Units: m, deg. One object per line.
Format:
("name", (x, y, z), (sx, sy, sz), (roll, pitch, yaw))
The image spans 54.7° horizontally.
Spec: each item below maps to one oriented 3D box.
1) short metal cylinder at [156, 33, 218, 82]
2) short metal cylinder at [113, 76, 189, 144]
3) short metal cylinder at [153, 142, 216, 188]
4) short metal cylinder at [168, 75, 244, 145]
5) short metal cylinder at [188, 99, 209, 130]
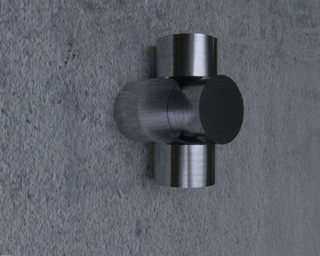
("short metal cylinder", (0.035, -0.086, 0.402), (0.081, 0.080, 0.050), (0, 91, -40))
("short metal cylinder", (-0.010, -0.021, 0.383), (0.081, 0.050, 0.079), (0, 90, -40))
("short metal cylinder", (0.032, 0.044, 0.400), (0.081, 0.080, 0.050), (0, 90, -40))
("short metal cylinder", (0.056, -0.021, 0.373), (0.081, 0.050, 0.079), (0, 90, -40))
("short metal cylinder", (0.052, -0.022, 0.435), (0.081, 0.050, 0.079), (0, 90, -40))
